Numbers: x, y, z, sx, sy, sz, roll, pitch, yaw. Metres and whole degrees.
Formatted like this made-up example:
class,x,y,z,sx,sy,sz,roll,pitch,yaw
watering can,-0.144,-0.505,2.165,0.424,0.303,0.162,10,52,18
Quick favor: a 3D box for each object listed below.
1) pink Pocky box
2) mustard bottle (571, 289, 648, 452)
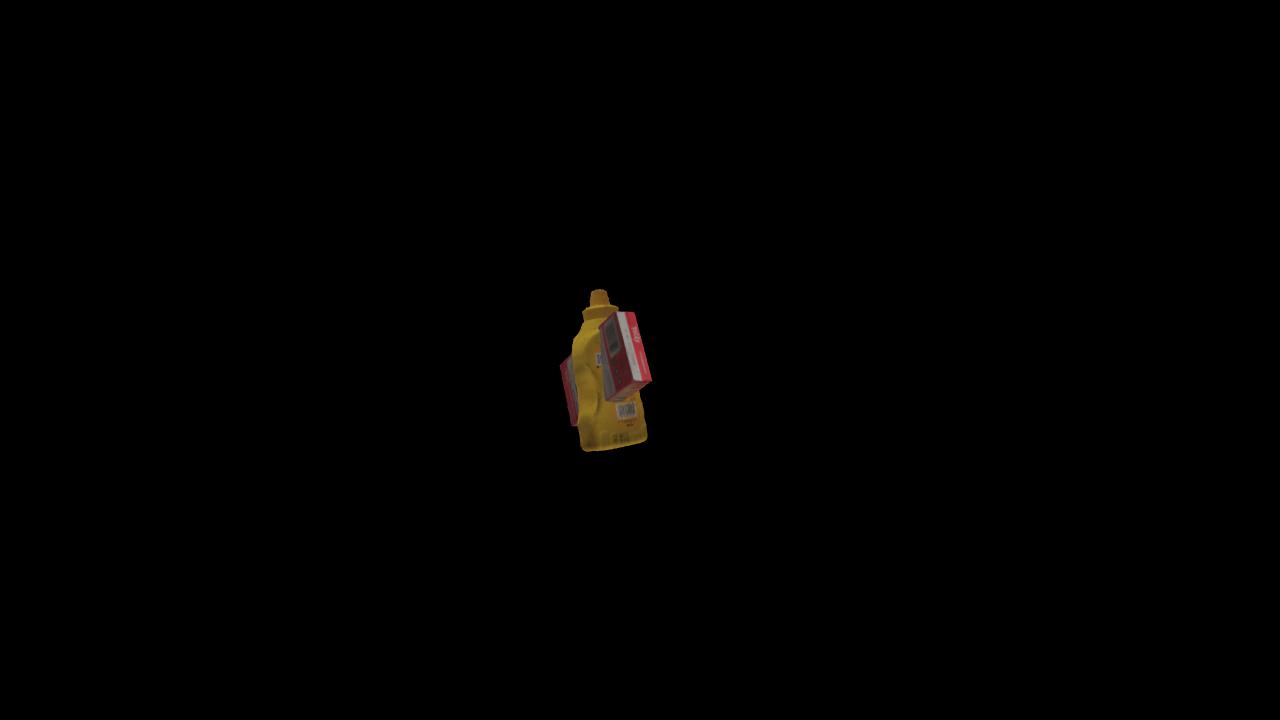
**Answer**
class,x,y,z,sx,sy,sz,roll,pitch,yaw
pink Pocky box,-0.044,0.014,0.709,0.029,0.084,0.155,-1,-23,-33
mustard bottle,-0.038,0.009,0.713,0.092,0.184,0.054,-4,-3,-43
